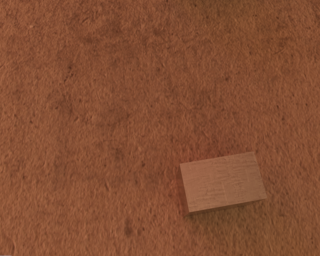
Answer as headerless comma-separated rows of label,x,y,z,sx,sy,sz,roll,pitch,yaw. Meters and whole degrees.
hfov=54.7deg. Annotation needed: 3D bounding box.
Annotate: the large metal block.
large metal block,0.064,0.067,0.355,0.081,0.080,0.050,-9,71,-4
